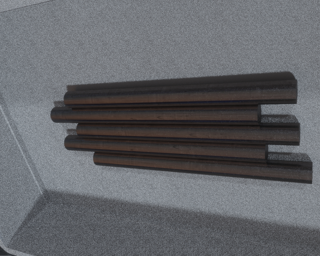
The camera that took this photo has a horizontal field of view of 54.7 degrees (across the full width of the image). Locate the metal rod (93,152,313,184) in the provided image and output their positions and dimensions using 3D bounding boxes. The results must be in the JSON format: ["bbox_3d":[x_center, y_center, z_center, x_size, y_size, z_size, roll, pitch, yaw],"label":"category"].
[{"bbox_3d":[0.037,0.048,0.416,0.301,0.025,0.025,1,119,27],"label":"metal rod"}]

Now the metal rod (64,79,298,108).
[{"bbox_3d":[0.004,-0.039,0.380,0.301,0.025,0.025,1,119,27],"label":"metal rod"}]

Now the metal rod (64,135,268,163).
[{"bbox_3d":[-0.010,0.026,0.427,0.301,0.025,0.025,1,119,27],"label":"metal rod"}]

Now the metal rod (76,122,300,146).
[{"bbox_3d":[0.016,0.004,0.400,0.301,0.025,0.025,1,119,27],"label":"metal rod"}]

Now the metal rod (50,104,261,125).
[{"bbox_3d":[-0.025,-0.018,0.407,0.301,0.025,0.025,1,119,27],"label":"metal rod"}]
